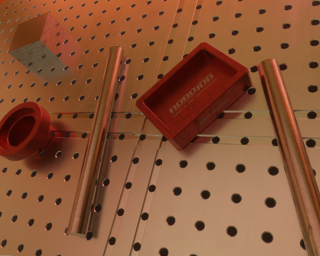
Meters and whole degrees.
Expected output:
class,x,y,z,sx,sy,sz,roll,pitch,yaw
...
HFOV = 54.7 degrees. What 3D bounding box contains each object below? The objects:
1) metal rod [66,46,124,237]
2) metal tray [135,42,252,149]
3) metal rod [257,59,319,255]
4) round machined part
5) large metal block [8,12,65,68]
class,x,y,z,sx,sy,sz,roll,pitch,yaw
metal rod,-0.088,0.000,0.451,0.025,0.025,0.299,-8,58,24
metal tray,0.042,-0.045,0.409,0.130,0.030,0.090,-42,51,-1
metal rod,0.139,0.050,0.304,0.025,0.025,0.299,-15,56,19
round machined part,-0.217,0.009,0.503,0.098,0.042,0.098,-13,56,20
large metal block,-0.248,-0.177,0.628,0.080,0.050,0.080,-12,57,21
